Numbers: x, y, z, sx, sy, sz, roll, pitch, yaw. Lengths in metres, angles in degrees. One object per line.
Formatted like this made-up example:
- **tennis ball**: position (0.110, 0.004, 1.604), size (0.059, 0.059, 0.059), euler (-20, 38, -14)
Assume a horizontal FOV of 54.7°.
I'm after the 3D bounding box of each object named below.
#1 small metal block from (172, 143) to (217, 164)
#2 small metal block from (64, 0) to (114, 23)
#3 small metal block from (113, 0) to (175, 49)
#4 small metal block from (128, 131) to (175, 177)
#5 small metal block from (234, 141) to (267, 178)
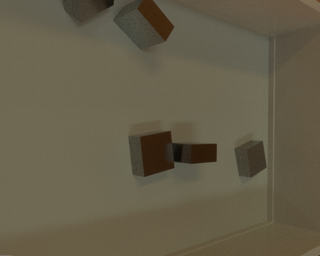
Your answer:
- **small metal block**: position (0.043, 0.033, 0.429), size (0.050, 0.050, 0.025), euler (1, 90, -40)
- **small metal block**: position (-0.074, -0.148, 0.327), size (0.025, 0.050, 0.050), euler (40, 58, 12)
- **small metal block**: position (-0.020, -0.126, 0.375), size (0.050, 0.050, 0.025), euler (42, 64, -32)
- **small metal block**: position (-0.010, 0.032, 0.400), size (0.050, 0.025, 0.050), euler (-10, 97, -40)
- **small metal block**: position (0.160, 0.053, 0.544), size (0.050, 0.025, 0.050), euler (-20, 103, -38)
